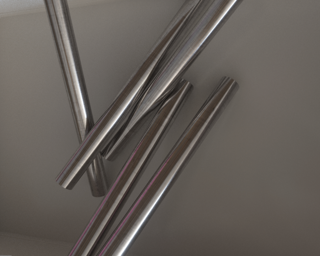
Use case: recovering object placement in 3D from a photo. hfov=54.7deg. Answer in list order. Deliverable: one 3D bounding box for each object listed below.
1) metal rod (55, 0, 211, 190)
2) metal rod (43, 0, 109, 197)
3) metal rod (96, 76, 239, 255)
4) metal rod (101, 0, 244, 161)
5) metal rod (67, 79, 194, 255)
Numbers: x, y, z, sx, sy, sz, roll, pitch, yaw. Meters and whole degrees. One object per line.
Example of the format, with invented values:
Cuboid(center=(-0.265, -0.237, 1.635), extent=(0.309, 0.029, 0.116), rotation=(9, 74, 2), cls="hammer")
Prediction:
Cuboid(center=(-0.032, -0.051, 0.389), extent=(0.025, 0.025, 0.299), rotation=(36, 89, 16), cls="metal rod")
Cuboid(center=(-0.103, -0.045, 0.385), extent=(0.025, 0.025, 0.298), rotation=(1, 114, 20), cls="metal rod")
Cuboid(center=(0.001, 0.063, 0.347), extent=(0.025, 0.025, 0.300), rotation=(32, 76, 17), cls="metal rod")
Cuboid(center=(0.015, -0.067, 0.373), extent=(0.025, 0.025, 0.299), rotation=(46, 115, 14), cls="metal rod")
Cuboid(center=(-0.042, 0.067, 0.359), extent=(0.025, 0.025, 0.300), rotation=(26, 73, 18), cls="metal rod")
